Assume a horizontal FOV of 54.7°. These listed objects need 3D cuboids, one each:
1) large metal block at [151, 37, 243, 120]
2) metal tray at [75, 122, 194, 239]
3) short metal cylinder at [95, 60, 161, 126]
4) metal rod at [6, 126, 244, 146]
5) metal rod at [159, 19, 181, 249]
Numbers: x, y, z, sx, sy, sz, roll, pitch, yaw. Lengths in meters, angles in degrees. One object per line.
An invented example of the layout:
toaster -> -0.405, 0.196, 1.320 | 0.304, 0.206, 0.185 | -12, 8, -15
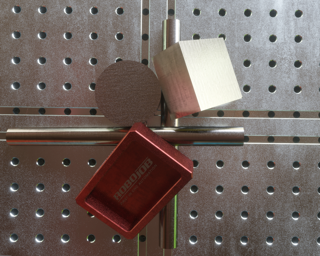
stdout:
large metal block -> 0.047, -0.061, 0.381 | 0.081, 0.050, 0.080 | -18, 90, -40
metal tray -> -0.032, 0.068, 0.385 | 0.090, 0.030, 0.129 | 38, 111, -6
short metal cylinder -> -0.039, -0.043, 0.400 | 0.081, 0.050, 0.079 | 0, 90, 0
metal rod -> -0.049, 0.011, 0.396 | 0.302, 0.025, 0.025 | 0, 90, 7
metal rod -> 0.013, 0.008, 0.413 | 0.025, 0.025, 0.298 | 1, 90, 0
